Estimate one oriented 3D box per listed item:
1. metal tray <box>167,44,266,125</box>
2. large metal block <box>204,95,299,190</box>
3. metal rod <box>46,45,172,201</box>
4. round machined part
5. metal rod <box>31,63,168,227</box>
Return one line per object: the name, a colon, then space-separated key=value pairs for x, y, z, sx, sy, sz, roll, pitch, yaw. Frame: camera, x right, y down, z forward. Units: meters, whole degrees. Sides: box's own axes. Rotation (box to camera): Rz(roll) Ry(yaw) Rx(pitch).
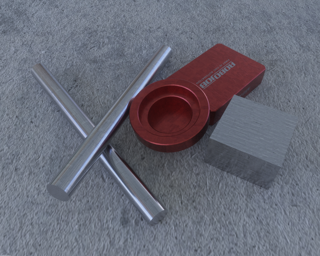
metal tray: x=0.082 y=-0.069 z=0.460 sx=0.090 sy=0.030 sz=0.131 roll=37 pitch=59 yaw=26
large metal block: x=0.110 y=0.015 z=0.376 sx=0.080 sy=0.050 sz=0.080 roll=23 pitch=54 yaw=17
metal rod: x=-0.045 y=-0.031 z=0.405 sx=0.025 sy=0.025 sz=0.301 roll=17 pitch=45 yaw=13
round machined part: x=0.014 y=-0.012 z=0.394 sx=0.099 sy=0.042 sz=0.098 roll=-4 pitch=58 yaw=7
metal rod: x=-0.093 y=0.003 z=0.399 sx=0.025 sy=0.025 sz=0.300 roll=-31 pitch=57 yaw=-23
